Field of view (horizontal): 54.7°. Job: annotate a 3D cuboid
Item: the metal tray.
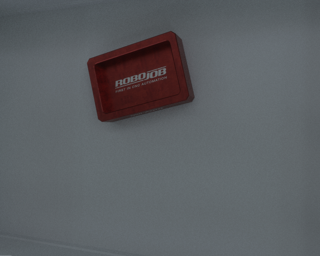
[{"bbox_3d":[-0.028,-0.065,0.416,0.130,0.030,0.090,-13,86,19],"label":"metal tray"}]
